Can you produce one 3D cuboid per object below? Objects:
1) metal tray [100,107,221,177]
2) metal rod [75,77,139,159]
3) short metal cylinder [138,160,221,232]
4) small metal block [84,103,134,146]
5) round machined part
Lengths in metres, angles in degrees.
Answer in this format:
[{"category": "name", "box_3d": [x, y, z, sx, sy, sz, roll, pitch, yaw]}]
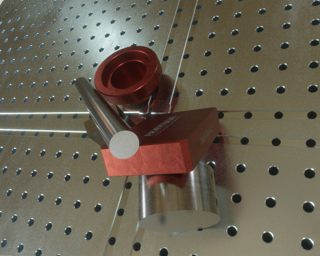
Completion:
[{"category": "metal tray", "box_3d": [0.008, 0.011, 0.340, 0.090, 0.030, 0.131, -6, 14, 24]}, {"category": "metal rod", "box_3d": [-0.080, -0.030, 0.389, 0.025, 0.025, 0.300, -44, 27, -3]}, {"category": "short metal cylinder", "box_3d": [0.018, 0.072, 0.318, 0.080, 0.080, 0.050, -15, 56, 19]}, {"category": "small metal block", "box_3d": [-0.067, 0.001, 0.425, 0.050, 0.050, 0.025, -32, 52, 8]}, {"category": "round machined part", "box_3d": [-0.043, -0.072, 0.457, 0.098, 0.042, 0.098, -10, 53, 14]}]
